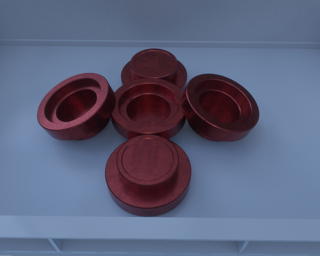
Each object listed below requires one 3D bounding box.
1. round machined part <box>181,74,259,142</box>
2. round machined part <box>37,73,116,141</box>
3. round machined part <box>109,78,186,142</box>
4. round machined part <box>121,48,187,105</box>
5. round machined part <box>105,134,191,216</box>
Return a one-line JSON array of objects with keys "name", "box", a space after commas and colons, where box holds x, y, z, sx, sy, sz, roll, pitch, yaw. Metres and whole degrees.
[{"name": "round machined part", "box": [0.073, -0.021, 0.399, 0.099, 0.042, 0.098, 11, 49, -13]}, {"name": "round machined part", "box": [-0.102, -0.023, 0.400, 0.098, 0.042, 0.098, -11, 48, 13]}, {"name": "round machined part", "box": [-0.015, -0.018, 0.406, 0.099, 0.042, 0.098, 0, 50, 0]}, {"name": "round machined part", "box": [-0.009, -0.081, 0.460, 0.099, 0.042, 0.098, 0, 50, 0]}, {"name": "round machined part", "box": [-0.013, 0.046, 0.353, 0.099, 0.042, 0.098, 0, 50, 0]}]
